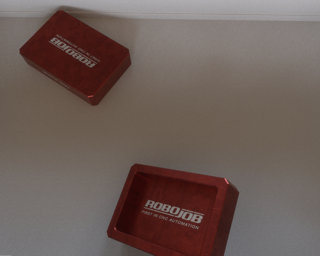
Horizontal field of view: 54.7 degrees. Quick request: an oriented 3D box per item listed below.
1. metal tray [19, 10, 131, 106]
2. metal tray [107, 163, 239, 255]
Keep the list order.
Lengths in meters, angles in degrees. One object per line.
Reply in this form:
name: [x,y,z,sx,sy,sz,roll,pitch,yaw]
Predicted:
metal tray: [-0.119,-0.102,0.443,0.130,0.030,0.090,32,73,11]
metal tray: [0.010,0.092,0.336,0.130,0.030,0.090,4,65,38]
